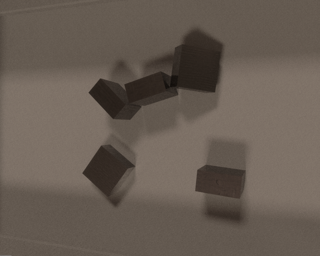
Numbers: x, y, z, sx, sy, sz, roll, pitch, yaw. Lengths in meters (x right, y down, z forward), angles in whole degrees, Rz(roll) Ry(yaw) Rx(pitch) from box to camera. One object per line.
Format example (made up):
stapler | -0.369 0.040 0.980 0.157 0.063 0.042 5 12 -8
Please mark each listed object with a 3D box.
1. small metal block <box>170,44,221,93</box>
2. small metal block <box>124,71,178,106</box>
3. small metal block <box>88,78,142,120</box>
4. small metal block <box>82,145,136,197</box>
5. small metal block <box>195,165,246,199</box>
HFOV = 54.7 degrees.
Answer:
small metal block | 0.043 -0.072 0.382 0.050 0.025 0.050 6 93 -18
small metal block | -0.010 -0.049 0.400 0.050 0.050 0.025 -16 85 19
small metal block | -0.059 -0.038 0.417 0.050 0.050 0.025 46 104 14
small metal block | -0.072 0.059 0.435 0.050 0.025 0.050 39 102 15
small metal block | 0.074 0.063 0.371 0.050 0.050 0.025 6 92 19
